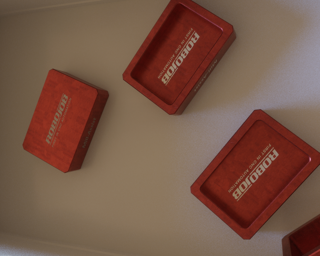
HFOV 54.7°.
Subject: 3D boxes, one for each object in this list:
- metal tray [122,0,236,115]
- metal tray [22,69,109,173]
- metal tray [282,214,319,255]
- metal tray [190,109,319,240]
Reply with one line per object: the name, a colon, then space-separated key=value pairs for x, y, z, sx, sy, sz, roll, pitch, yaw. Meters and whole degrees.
metal tray: x=0.023 y=-0.092 z=0.399 sx=0.090 sy=0.030 sz=0.129 roll=38 pitch=102 yaw=16
metal tray: x=-0.141 y=-0.011 z=0.457 sx=0.090 sy=0.030 sz=0.129 roll=25 pitch=98 yaw=18
metal tray: x=0.187 y=0.104 z=0.309 sx=0.130 sy=0.090 sz=0.030 roll=-40 pitch=77 yaw=15
metal tray: x=0.110 y=0.054 z=0.368 sx=0.090 sy=0.030 sz=0.130 roll=40 pitch=103 yaw=15
